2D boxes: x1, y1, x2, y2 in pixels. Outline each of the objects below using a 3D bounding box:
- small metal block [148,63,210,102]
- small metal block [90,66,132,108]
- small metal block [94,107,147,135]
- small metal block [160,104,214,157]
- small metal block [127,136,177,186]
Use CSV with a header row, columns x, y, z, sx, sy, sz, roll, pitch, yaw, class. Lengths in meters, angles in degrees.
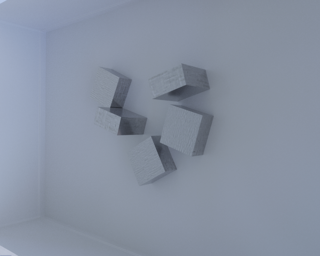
x,y,z,sx,sy,sz,roll,pitch,yaw,class
0.023,-0.052,0.370,0.050,0.050,0.025,-19,78,38,small metal block
-0.075,-0.059,0.466,0.050,0.025,0.050,31,109,35,small metal block
-0.055,-0.010,0.434,0.050,0.050,0.025,23,104,37,small metal block
0.032,0.002,0.379,0.050,0.025,0.050,22,104,37,small metal block
-0.012,0.044,0.415,0.050,0.025,0.050,-34,69,34,small metal block
